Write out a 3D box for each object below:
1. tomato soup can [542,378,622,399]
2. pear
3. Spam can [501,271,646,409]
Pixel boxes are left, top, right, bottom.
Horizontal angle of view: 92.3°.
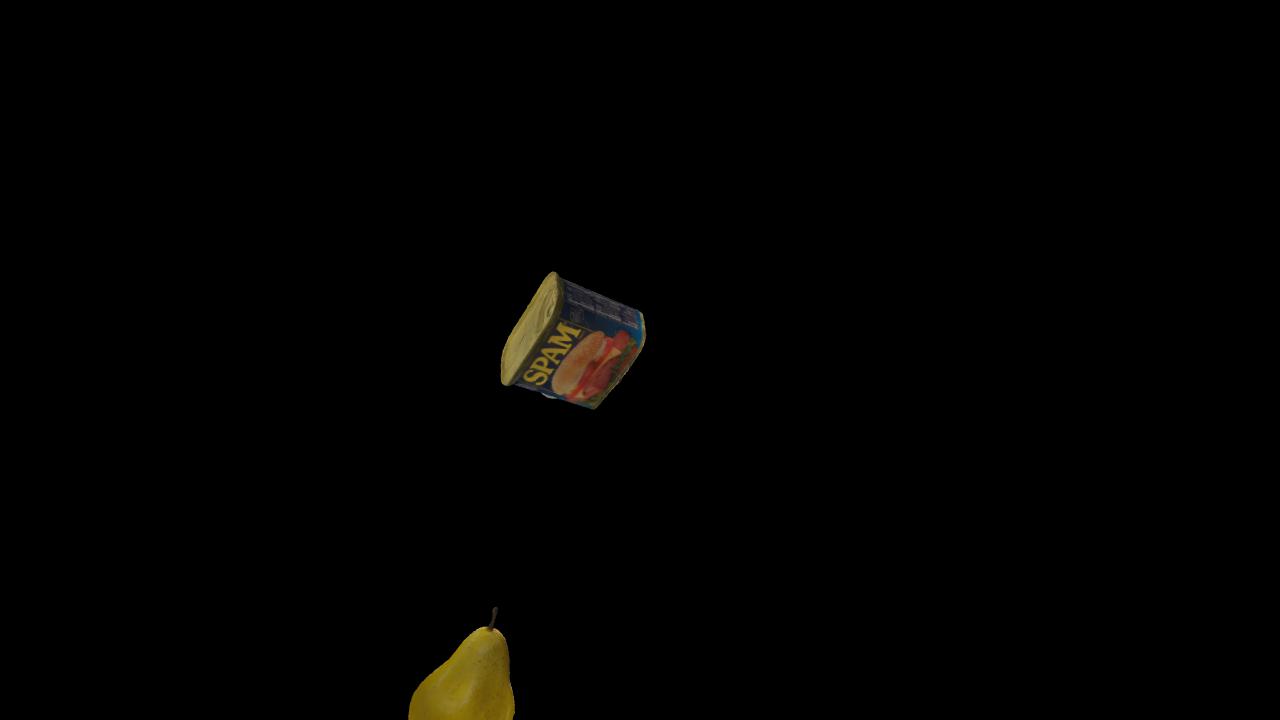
[{"bbox_3d":[-0.079,0.009,0.794,0.068,0.068,0.101,0,7,44],"label":"tomato soup can"},{"bbox_3d":[-0.128,0.249,0.482,0.080,0.111,0.080,22,-16,7],"label":"pear"},{"bbox_3d":[-0.056,-0.012,0.513,0.085,0.058,0.101,21,-53,-28],"label":"Spam can"}]
